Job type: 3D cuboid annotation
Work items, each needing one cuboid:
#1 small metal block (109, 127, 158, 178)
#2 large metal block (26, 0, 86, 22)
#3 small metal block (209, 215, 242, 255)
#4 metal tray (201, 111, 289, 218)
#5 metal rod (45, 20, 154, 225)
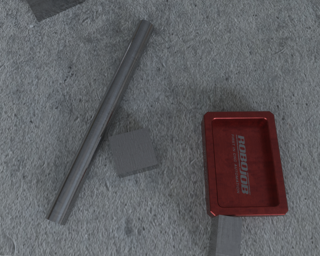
[{"bbox_3d":[-0.034,0.032,0.396,0.050,0.025,0.050,-14,71,-6],"label":"small metal block"},{"bbox_3d":[-0.174,-0.223,0.474,0.080,0.050,0.080,-30,73,-11],"label":"large metal block"},{"bbox_3d":[0.072,0.127,0.349,0.025,0.050,0.050,8,70,3],"label":"small metal block"},{"bbox_3d":[0.102,0.044,0.390,0.091,0.030,0.130,-1,70,-1],"label":"metal tray"},{"bbox_3d":[-0.072,-0.021,0.414,0.025,0.025,0.300,19,71,6],"label":"metal rod"}]
